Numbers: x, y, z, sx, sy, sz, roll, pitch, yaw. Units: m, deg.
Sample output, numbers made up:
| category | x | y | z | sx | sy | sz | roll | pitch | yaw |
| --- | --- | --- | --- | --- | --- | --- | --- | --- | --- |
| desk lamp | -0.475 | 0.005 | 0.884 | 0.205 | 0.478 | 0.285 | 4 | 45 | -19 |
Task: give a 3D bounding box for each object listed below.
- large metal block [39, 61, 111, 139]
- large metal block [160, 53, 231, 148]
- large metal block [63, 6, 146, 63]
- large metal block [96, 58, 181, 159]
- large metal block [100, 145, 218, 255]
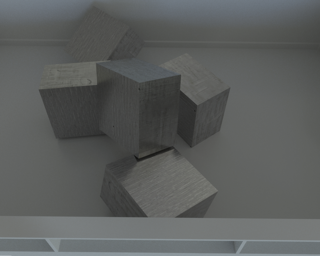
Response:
| category | x | y | z | sx | sy | sz | roll | pitch | yaw |
| --- | --- | --- | --- | --- | --- | --- | --- | --- | --- |
| large metal block | -0.098 | -0.036 | 0.395 | 0.081 | 0.079 | 0.050 | -5 | 45 | -5 |
| large metal block | 0.038 | -0.035 | 0.400 | 0.050 | 0.080 | 0.080 | -29 | 56 | -22 |
| large metal block | -0.083 | -0.123 | 0.467 | 0.080 | 0.050 | 0.080 | 37 | 94 | 26 |
| large metal block | -0.025 | -0.026 | 0.336 | 0.050 | 0.079 | 0.080 | -18 | 33 | -35 |
| large metal block | -0.003 | 0.068 | 0.318 | 0.081 | 0.050 | 0.080 | -19 | 51 | -37 |
